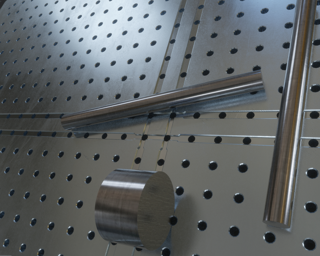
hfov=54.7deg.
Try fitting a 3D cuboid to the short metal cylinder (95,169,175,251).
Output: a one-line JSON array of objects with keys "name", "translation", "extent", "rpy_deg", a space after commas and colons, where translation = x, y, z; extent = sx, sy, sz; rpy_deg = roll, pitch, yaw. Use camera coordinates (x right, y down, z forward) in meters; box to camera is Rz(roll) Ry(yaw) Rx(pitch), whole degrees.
[{"name": "short metal cylinder", "translation": [-0.024, 0.085, 0.333], "extent": [0.050, 0.080, 0.080], "rpy_deg": [0, 62, 28]}]

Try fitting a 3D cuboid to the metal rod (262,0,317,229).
[{"name": "metal rod", "translation": [0.153, -0.040, 0.352], "extent": [0.025, 0.025, 0.300], "rpy_deg": [4, 63, 30]}]

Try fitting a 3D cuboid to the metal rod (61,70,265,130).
[{"name": "metal rod", "translation": [-0.012, -0.034, 0.435], "extent": [0.300, 0.025, 0.025], "rpy_deg": [-10, 57, 22]}]
